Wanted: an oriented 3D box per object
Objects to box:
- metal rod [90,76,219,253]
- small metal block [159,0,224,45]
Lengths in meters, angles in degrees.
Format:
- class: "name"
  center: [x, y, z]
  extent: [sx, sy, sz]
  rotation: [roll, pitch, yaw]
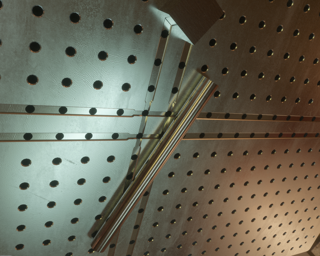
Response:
- class: "metal rod"
  center: [-0.014, 0.059, 0.441]
  extent: [0.025, 0.025, 0.299]
  rotation: [25, 105, -37]
- class: "small metal block"
  center: [0.036, -0.132, 0.351]
  extent: [0.050, 0.025, 0.050]
  rotation: [-47, 130, 4]
